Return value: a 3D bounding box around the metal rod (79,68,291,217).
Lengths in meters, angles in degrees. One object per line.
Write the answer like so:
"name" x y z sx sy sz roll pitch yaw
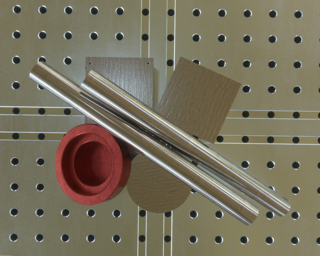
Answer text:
"metal rod" 0.042 0.026 0.373 0.301 0.025 0.025 33 90 -15

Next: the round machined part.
"round machined part" -0.079 0.044 0.389 0.098 0.042 0.097 -1 86 23

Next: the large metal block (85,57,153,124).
"large metal block" -0.049 -0.045 0.393 0.081 0.050 0.079 1 90 0

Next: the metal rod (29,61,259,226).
"metal rod" -0.017 0.018 0.358 0.301 0.025 0.025 34 90 -1

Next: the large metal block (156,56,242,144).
"large metal block" 0.045 -0.034 0.396 0.080 0.050 0.080 24 90 0

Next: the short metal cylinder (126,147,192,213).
"short metal cylinder" -0.001 0.062 0.396 0.081 0.050 0.079 0 90 0
